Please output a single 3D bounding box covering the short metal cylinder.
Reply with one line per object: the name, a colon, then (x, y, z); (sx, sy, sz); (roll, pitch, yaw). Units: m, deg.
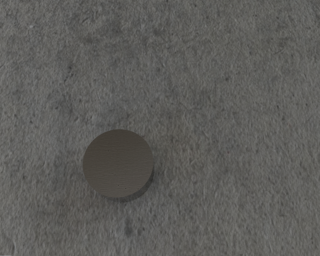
short metal cylinder: (-0.048, 0.047, 0.377); (0.081, 0.050, 0.080); (0, 70, 0)
